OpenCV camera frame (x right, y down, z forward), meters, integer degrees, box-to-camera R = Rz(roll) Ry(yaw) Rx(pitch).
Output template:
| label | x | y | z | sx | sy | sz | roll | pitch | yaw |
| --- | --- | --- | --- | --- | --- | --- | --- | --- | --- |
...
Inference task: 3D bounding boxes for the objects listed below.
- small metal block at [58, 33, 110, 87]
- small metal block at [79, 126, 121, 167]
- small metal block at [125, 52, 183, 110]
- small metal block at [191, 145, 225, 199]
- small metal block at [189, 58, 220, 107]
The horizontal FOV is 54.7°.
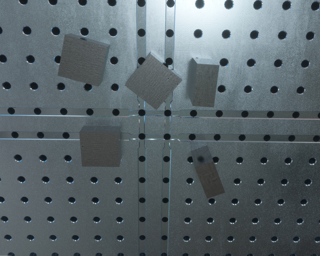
| label | x | y | z | sx | sy | sz | roll | pitch | yaw |
| --- | --- | --- | --- | --- | --- | --- | --- | --- | --- |
| small metal block | -0.093 | -0.084 | 0.381 | 0.050 | 0.025 | 0.050 | 15 | 109 | -6 |
| small metal block | -0.080 | 0.025 | 0.421 | 0.050 | 0.025 | 0.050 | 1 | 110 | -1 |
| small metal block | -0.008 | -0.060 | 0.391 | 0.050 | 0.025 | 0.050 | 38 | 105 | -13 |
| small metal block | 0.065 | 0.059 | 0.423 | 0.025 | 0.050 | 0.050 | -20 | 109 | 7 |
| small metal block | 0.053 | -0.057 | 0.380 | 0.025 | 0.050 | 0.050 | 4 | 110 | -2 |
